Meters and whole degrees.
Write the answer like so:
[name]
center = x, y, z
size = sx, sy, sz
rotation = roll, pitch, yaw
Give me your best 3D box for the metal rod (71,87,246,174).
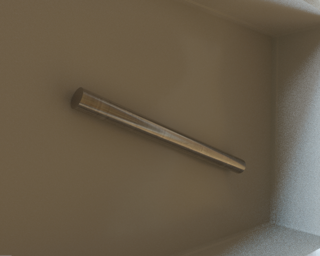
[metal rod]
center = 0.021, 0.016, 0.421
size = 0.302, 0.025, 0.025
rotation = 23, 75, -37
